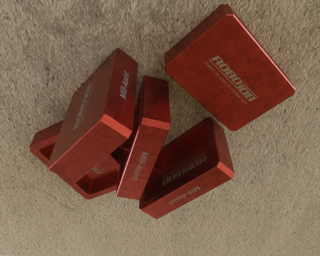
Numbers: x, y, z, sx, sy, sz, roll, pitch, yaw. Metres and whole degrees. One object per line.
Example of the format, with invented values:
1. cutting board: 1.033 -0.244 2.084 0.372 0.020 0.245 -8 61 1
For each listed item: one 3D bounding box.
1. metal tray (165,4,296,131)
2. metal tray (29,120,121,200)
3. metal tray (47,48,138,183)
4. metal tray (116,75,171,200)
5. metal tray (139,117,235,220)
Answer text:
1. metal tray: 0.080 -0.061 0.354 0.090 0.030 0.130 -37 122 26
2. metal tray: -0.105 0.044 0.442 0.090 0.030 0.130 -23 127 18
3. metal tray: -0.066 -0.018 0.324 0.030 0.130 0.090 36 121 -27
4. metal tray: -0.022 0.014 0.377 0.030 0.090 0.129 13 129 -11
5. metal tray: 0.030 0.053 0.412 0.130 0.090 0.030 -36 122 26
